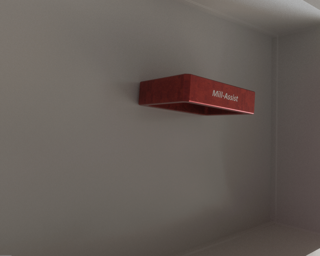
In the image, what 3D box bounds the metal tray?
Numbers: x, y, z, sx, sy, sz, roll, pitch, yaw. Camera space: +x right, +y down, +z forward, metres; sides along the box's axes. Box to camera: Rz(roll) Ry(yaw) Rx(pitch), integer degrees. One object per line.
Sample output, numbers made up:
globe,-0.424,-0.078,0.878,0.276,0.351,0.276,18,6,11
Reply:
metal tray,0.050,-0.039,0.404,0.131,0.090,0.030,6,86,-40
